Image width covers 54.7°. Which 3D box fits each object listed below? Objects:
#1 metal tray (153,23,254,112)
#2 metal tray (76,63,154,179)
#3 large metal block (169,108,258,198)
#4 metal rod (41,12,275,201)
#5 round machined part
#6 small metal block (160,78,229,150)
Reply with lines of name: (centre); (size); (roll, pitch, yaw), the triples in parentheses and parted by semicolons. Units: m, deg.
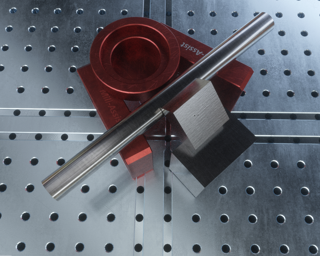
metal tray: (0.046, -0.073, 0.403); (0.130, 0.090, 0.030); (30, 74, 10)
metal tray: (-0.053, -0.008, 0.379); (0.030, 0.090, 0.130); (-28, 73, -10)
large metal block: (0.059, 0.032, 0.368); (0.080, 0.080, 0.050); (-40, 75, -13)
metal rod: (0.010, -0.032, 0.328); (0.301, 0.025, 0.025); (-39, 75, -13)
round machined part: (-0.027, -0.075, 0.357); (0.099, 0.042, 0.098); (0, 70, -1)
small metal block: (0.037, -0.015, 0.317); (0.050, 0.050, 0.025); (-41, 31, -14)
